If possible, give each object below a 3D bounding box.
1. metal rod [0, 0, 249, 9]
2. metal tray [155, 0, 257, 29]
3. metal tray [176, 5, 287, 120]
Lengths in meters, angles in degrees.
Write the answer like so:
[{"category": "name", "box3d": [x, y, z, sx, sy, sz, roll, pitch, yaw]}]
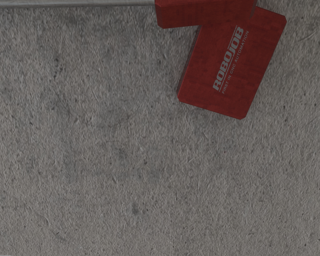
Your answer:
[{"category": "metal rod", "box3d": [-0.055, -0.145, 0.337, 0.302, 0.025, 0.025, 1, 110, 6]}, {"category": "metal tray", "box3d": [0.038, -0.162, 0.303, 0.091, 0.030, 0.130, -5, 67, 3]}, {"category": "metal tray", "box3d": [0.082, -0.084, 0.377, 0.091, 0.030, 0.129, 16, 109, -7]}]
